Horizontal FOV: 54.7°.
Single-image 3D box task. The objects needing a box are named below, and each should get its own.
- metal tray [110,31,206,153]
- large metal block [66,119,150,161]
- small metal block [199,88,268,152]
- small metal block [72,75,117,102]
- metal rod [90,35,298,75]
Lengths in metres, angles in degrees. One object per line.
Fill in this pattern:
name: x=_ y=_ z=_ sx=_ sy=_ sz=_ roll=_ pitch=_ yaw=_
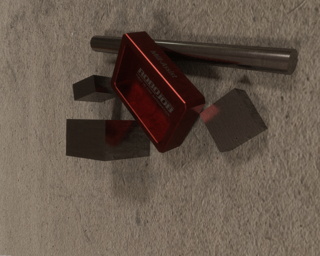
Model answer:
metal tray: x=-0.009 y=-0.045 z=0.384 sx=0.130 sy=0.030 sz=0.089 roll=53 pitch=141 yaw=24
large metal block: x=-0.070 y=0.014 z=0.425 sx=0.080 sy=0.081 sz=0.050 roll=2 pitch=92 yaw=40
small metal block: x=0.079 y=-0.008 z=0.338 sx=0.050 sy=0.025 sz=0.050 roll=-38 pitch=67 yaw=33
small metal block: x=-0.093 y=-0.057 z=0.463 sx=0.050 sy=0.050 sz=0.025 roll=-14 pitch=82 yaw=39
metal rod: x=0.015 y=-0.098 z=0.390 sx=0.300 sy=0.025 sz=0.025 roll=17 pitch=101 yaw=38
